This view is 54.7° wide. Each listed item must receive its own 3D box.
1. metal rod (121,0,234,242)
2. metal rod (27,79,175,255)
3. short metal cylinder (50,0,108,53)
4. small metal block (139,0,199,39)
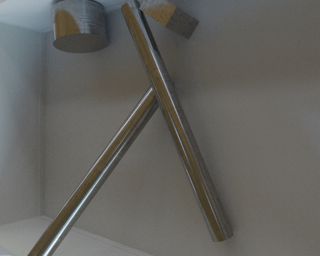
[{"bbox_3d":[0.017,-0.015,0.368,0.025,0.025,0.299,-27,80,36],"label":"metal rod"},{"bbox_3d":[-0.078,0.059,0.391,0.025,0.025,0.300,33,86,35],"label":"metal rod"},{"bbox_3d":[-0.121,-0.151,0.468,0.080,0.081,0.050,-11,83,39],"label":"short metal cylinder"},{"bbox_3d":[0.012,-0.138,0.378,0.050,0.050,0.025,45,113,30],"label":"small metal block"}]
